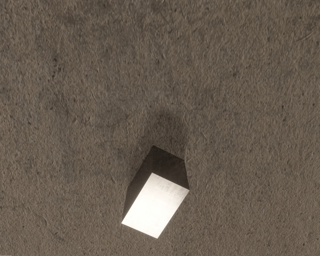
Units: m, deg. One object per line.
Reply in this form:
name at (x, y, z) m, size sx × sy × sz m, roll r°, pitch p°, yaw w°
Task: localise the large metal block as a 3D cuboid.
large metal block at (-0.006, 0.081, 0.410) m, size 0.050 × 0.080 × 0.080 m, roll 27°, pitch 108°, yaw -10°
